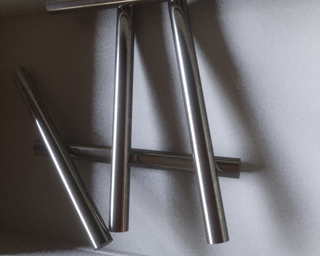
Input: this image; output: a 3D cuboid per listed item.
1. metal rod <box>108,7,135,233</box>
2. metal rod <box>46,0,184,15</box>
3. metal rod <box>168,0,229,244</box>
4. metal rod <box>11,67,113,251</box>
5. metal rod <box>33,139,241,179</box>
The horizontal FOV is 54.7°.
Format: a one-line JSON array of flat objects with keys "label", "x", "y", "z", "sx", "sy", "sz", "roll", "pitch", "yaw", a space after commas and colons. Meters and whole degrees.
[{"label": "metal rod", "x": -0.049, "y": -0.019, "z": 0.408, "sx": 0.025, "sy": 0.025, "sz": 0.298, "roll": -2, "pitch": 82, "yaw": 20}, {"label": "metal rod", "x": -0.010, "y": -0.169, "z": 0.388, "sx": 0.301, "sy": 0.025, "sz": 0.025, "roll": 1, "pitch": 90, "yaw": 18}, {"label": "metal rod", "x": 0.044, "y": -0.018, "z": 0.375, "sx": 0.025, "sy": 0.025, "sz": 0.299, "roll": -12, "pitch": 79, "yaw": 19}, {"label": "metal rod", "x": -0.146, "y": 0.028, "z": 0.434, "sx": 0.025, "sy": 0.025, "sz": 0.299, "roll": -40, "pitch": 67, "yaw": 15}, {"label": "metal rod", "x": -0.045, "y": 0.040, "z": 0.426, "sx": 0.301, "sy": 0.025, "sz": 0.025, "roll": 4, "pitch": 91, "yaw": 19}]
